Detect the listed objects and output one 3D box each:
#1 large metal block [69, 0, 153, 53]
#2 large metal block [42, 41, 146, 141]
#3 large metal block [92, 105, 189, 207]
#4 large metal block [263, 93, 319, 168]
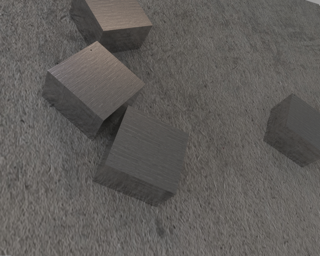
[{"bbox_3d":[-0.071,-0.156,0.444,0.081,0.050,0.080,-20,73,-36],"label":"large metal block"},{"bbox_3d":[-0.079,-0.046,0.373,0.080,0.050,0.080,42,51,0],"label":"large metal block"},{"bbox_3d":[-0.020,0.033,0.357,0.080,0.050,0.080,26,53,-13],"label":"large metal block"},{"bbox_3d":[0.225,0.004,0.506,0.080,0.050,0.080,34,51,-6],"label":"large metal block"}]
